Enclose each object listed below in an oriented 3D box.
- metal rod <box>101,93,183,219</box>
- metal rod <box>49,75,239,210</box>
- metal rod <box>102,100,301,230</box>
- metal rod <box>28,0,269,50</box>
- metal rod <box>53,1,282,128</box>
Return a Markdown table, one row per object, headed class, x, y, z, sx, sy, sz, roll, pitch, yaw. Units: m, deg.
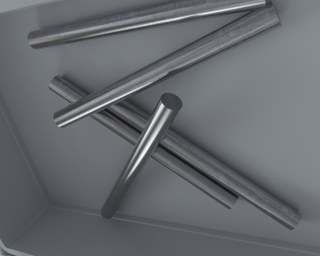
| class | x | y | z | sx | sy | sz | roll | pitch | yaw |
| --- | --- | --- | --- | --- | --- | --- | --- | --- | --- |
| metal rod | -0.040 | 0.060 | 0.438 | 0.025 | 0.025 | 0.298 | 35 | 137 | 4 |
| metal rod | -0.026 | 0.017 | 0.430 | 0.301 | 0.025 | 0.025 | 33 | 129 | 5 |
| metal rod | 0.045 | 0.036 | 0.405 | 0.301 | 0.025 | 0.025 | 33 | 129 | 5 |
| metal rod | -0.036 | -0.121 | 0.351 | 0.300 | 0.025 | 0.025 | -1 | 118 | 28 |
| metal rod | -0.015 | -0.059 | 0.358 | 0.300 | 0.025 | 0.025 | -21 | 108 | 29 |
